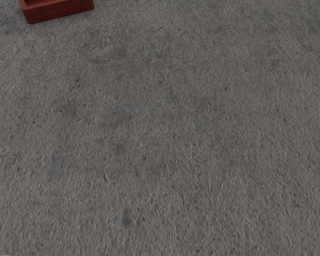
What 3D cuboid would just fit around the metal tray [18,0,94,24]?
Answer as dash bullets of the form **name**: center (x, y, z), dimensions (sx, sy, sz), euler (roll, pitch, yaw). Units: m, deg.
- **metal tray**: center (-0.208, -0.254, 0.612), dimensions (0.131, 0.030, 0.090), euler (-21, 53, -17)
